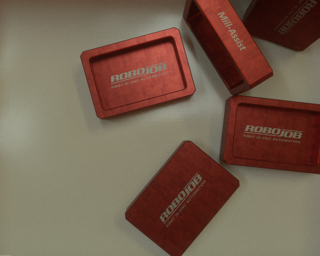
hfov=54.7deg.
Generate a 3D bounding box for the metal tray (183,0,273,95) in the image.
[{"bbox_3d":[0.078,-0.105,0.379,0.030,0.090,0.130,-32,90,0],"label":"metal tray"}]

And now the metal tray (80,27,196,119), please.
[{"bbox_3d":[-0.028,-0.070,0.408,0.131,0.030,0.089,-15,90,-1],"label":"metal tray"}]

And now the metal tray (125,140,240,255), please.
[{"bbox_3d":[0.029,0.092,0.409,0.090,0.030,0.130,40,90,-1],"label":"metal tray"}]

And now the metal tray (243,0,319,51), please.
[{"bbox_3d":[0.159,-0.141,0.359,0.090,0.130,0.030,20,80,-1],"label":"metal tray"}]

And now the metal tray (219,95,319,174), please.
[{"bbox_3d":[0.151,0.008,0.410,0.131,0.030,0.089,6,90,-1],"label":"metal tray"}]
